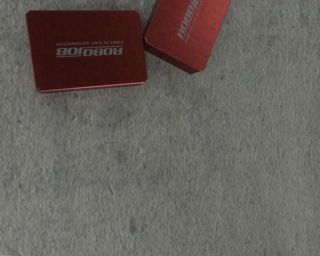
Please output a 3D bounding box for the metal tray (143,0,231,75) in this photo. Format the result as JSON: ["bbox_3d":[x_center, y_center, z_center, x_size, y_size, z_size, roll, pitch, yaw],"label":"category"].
[{"bbox_3d":[0.037,-0.150,0.421,0.090,0.030,0.130,24,82,-19],"label":"metal tray"}]

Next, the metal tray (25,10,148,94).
[{"bbox_3d":[-0.086,-0.093,0.375,0.131,0.030,0.089,-8,93,-20],"label":"metal tray"}]
